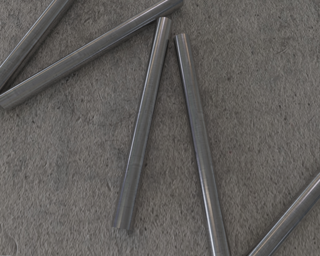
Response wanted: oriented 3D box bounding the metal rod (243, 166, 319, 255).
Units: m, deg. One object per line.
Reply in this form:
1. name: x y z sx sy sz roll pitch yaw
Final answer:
1. metal rod: 0.188 0.078 0.380 0.301 0.025 0.025 -42 76 -14

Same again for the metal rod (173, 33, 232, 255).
1. metal rod: 0.051 0.008 0.405 0.025 0.025 0.299 -7 70 -3

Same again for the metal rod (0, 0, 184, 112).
1. metal rod: -0.092 -0.116 0.449 0.301 0.025 0.025 -35 74 -12

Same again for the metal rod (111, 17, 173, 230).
1. metal rod: -0.019 -0.020 0.415 0.025 0.025 0.299 10 70 3

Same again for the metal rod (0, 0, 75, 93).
1. metal rod: -0.187 -0.128 0.453 0.025 0.025 0.300 26 72 9
